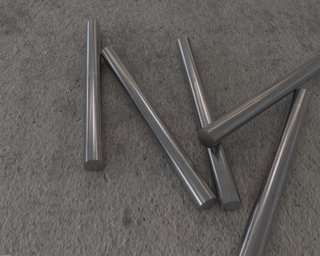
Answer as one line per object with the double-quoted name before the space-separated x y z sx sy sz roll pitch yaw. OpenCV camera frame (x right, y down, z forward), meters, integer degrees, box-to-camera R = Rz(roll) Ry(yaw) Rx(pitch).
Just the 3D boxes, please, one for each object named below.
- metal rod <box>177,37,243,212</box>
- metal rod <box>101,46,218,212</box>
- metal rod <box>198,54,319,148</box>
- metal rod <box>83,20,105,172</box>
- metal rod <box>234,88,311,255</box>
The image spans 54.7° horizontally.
"metal rod" 0.058 -0.030 0.428 0.025 0.025 0.300 -5 50 -5
"metal rod" -0.016 -0.020 0.419 0.025 0.025 0.300 -21 53 -17
"metal rod" 0.167 -0.053 0.430 0.302 0.025 0.025 -30 56 -29
"metal rod" -0.099 -0.069 0.460 0.025 0.025 0.300 -6 50 -5
"metal rod" 0.133 0.055 0.357 0.025 0.025 0.301 22 53 17
